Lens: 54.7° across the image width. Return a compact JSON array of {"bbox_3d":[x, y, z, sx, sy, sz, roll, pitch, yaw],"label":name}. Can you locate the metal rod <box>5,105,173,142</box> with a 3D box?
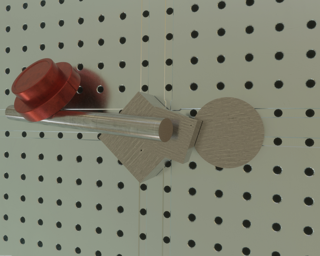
[{"bbox_3d":[-0.114,-0.011,0.405,0.300,0.025,0.025,6,92,36],"label":"metal rod"}]

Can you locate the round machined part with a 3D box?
[{"bbox_3d":[-0.164,-0.059,0.431,0.098,0.042,0.098,-18,44,19],"label":"round machined part"}]

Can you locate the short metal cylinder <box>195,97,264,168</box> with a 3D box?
[{"bbox_3d":[0.083,0.005,0.370,0.080,0.050,0.079,0,90,19],"label":"short metal cylinder"}]

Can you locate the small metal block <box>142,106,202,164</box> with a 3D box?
[{"bbox_3d":[0.014,0.007,0.351,0.050,0.025,0.050,20,96,18],"label":"small metal block"}]

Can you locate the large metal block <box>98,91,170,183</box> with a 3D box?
[{"bbox_3d":[-0.017,0.011,0.402,0.080,0.050,0.080,45,104,14],"label":"large metal block"}]
